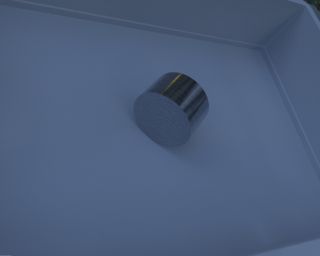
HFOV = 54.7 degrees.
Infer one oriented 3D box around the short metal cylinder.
[{"bbox_3d":[0.014,-0.023,0.390,0.080,0.080,0.050,41,51,-1],"label":"short metal cylinder"}]
